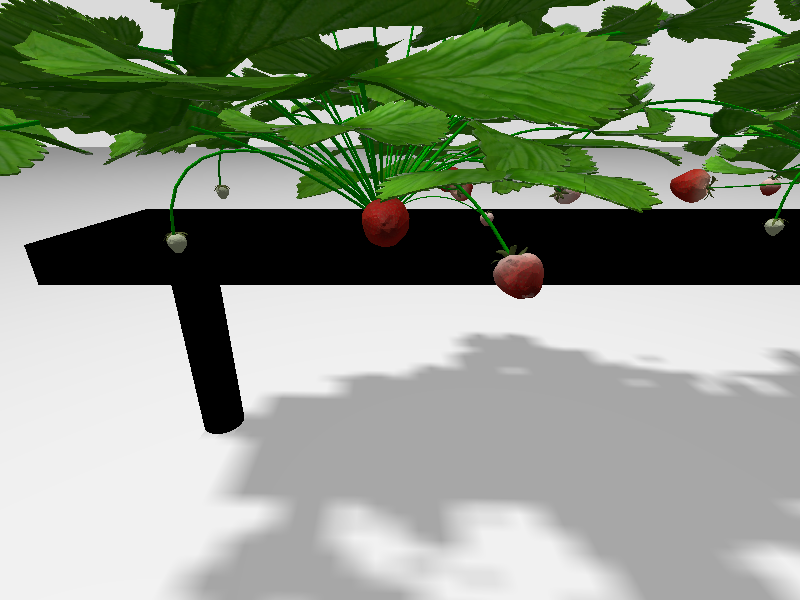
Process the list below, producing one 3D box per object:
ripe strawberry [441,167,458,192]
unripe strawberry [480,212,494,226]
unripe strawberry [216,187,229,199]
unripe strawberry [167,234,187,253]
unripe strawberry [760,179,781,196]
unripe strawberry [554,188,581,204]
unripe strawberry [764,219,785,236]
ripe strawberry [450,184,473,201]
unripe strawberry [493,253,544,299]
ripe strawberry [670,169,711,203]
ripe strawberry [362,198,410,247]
[{"bbox_3d":[0.066,-0.154,0.511,0.036,0.031,0.036,10,24,22],"label":"ripe strawberry"},{"bbox_3d":[0.073,-0.068,0.338,0.011,0.011,0.011,3,23,7],"label":"unripe strawberry"},{"bbox_3d":[-0.191,-0.116,0.431,0.015,0.014,0.013,11,25,25],"label":"unripe strawberry"},{"bbox_3d":[-0.127,-0.032,0.228,0.011,0.011,0.010,19,29,38],"label":"unripe strawberry"},{"bbox_3d":[0.462,-0.141,0.500,0.021,0.021,0.018,4,26,9],"label":"unripe strawberry"},{"bbox_3d":[0.178,-0.113,0.423,0.024,0.023,0.026,2,20,-26],"label":"unripe strawberry"},{"bbox_3d":[0.271,-0.052,0.291,0.011,0.012,0.011,-8,24,-19],"label":"unripe strawberry"},{"bbox_3d":[0.072,-0.129,0.461,0.026,0.027,0.028,15,26,32],"label":"ripe strawberry"},{"bbox_3d":[0.054,-0.010,0.180,0.023,0.021,0.020,-8,-31,-19],"label":"unripe strawberry"},{"bbox_3d":[0.325,-0.128,0.450,0.035,0.037,0.037,-20,29,-40],"label":"ripe strawberry"},{"bbox_3d":[-0.009,-0.050,0.264,0.032,0.034,0.035,-1,23,-3],"label":"ripe strawberry"}]
